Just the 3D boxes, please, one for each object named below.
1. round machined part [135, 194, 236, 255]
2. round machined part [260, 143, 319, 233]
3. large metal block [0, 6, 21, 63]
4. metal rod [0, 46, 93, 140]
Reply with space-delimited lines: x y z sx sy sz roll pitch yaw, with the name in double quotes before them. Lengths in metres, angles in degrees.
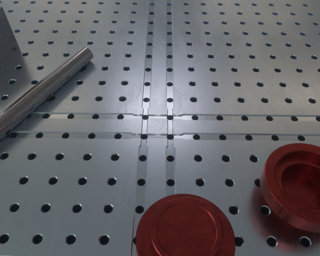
"round machined part" 0.025 0.108 0.306 0.099 0.042 0.098 0 50 0
"round machined part" 0.160 0.068 0.341 0.099 0.042 0.098 0 50 0
"large metal block" -0.284 -0.145 0.491 0.050 0.080 0.080 28 55 21
"metal rod" -0.194 -0.023 0.425 0.025 0.025 0.301 24 54 18
